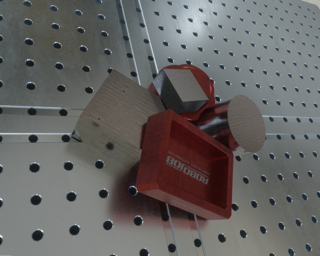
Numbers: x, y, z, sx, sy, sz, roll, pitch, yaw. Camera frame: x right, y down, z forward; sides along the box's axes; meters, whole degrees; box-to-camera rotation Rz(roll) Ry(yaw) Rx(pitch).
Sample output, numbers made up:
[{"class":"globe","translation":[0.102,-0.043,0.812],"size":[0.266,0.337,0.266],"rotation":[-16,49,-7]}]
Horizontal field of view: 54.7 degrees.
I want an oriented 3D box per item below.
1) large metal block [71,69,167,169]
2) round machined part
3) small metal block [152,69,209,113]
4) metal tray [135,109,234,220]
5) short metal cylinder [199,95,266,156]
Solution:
[{"class":"large metal block","translation":[-0.046,-0.011,0.374],"size":[0.080,0.050,0.080],"rotation":[31,52,-8]},{"class":"round machined part","translation":[0.039,-0.054,0.451],"size":[0.099,0.042,0.098],"rotation":[14,56,-21]},{"class":"small metal block","translation":[0.026,-0.047,0.391],"size":[0.050,0.025,0.050],"rotation":[-9,63,-44]},{"class":"metal tray","translation":[0.036,0.047,0.359],"size":[0.130,0.030,0.090],"rotation":[31,55,-37]},{"class":"short metal cylinder","translation":[0.102,-0.001,0.433],"size":[0.081,0.050,0.080],"rotation":[13,68,-36]}]
